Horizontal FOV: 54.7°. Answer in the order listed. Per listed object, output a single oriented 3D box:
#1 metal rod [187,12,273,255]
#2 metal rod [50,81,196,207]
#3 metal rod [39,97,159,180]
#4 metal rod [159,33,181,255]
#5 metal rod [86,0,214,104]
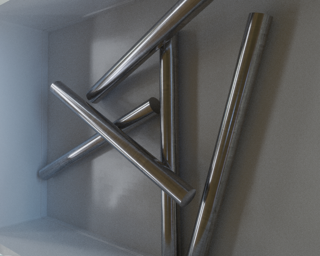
[{"bbox_3d":[0.073,0.027,0.346,0.025,0.025,0.298,21,103,38],"label":"metal rod"},{"bbox_3d":[-0.069,0.006,0.430,0.300,0.025,0.025,36,112,34],"label":"metal rod"},{"bbox_3d":[-0.111,0.029,0.498,0.299,0.025,0.025,-29,72,36],"label":"metal rod"},{"bbox_3d":[0.013,0.022,0.396,0.025,0.025,0.298,-1,89,40],"label":"metal rod"},{"bbox_3d":[-0.016,-0.103,0.389,0.299,0.025,0.025,-30,71,46],"label":"metal rod"}]
